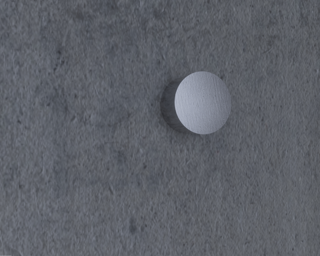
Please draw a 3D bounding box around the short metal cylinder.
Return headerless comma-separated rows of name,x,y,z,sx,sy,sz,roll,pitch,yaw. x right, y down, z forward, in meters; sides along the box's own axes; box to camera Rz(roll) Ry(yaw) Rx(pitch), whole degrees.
short metal cylinder,0.047,-0.032,0.414,0.081,0.050,0.079,0,90,-21
